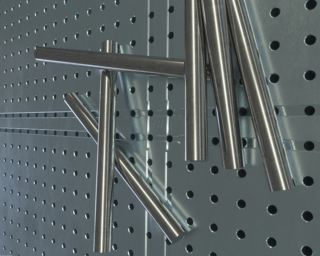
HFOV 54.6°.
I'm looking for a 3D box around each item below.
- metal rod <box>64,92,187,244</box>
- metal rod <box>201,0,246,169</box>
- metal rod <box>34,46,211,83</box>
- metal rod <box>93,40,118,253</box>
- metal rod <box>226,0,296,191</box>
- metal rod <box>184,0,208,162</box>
[{"bbox_3d":[-0.065,0.043,0.464,0.300,0.025,0.025,47,118,30],"label":"metal rod"},{"bbox_3d":[0.061,-0.105,0.334,0.025,0.025,0.298,-5,94,40],"label":"metal rod"},{"bbox_3d":[-0.066,-0.092,0.432,0.300,0.025,0.025,12,98,29],"label":"metal rod"},{"bbox_3d":[-0.077,0.018,0.445,0.025,0.025,0.299,-10,75,40],"label":"metal rod"},{"bbox_3d":[0.093,-0.084,0.333,0.025,0.025,0.299,-19,78,38],"label":"metal rod"},{"bbox_3d":[0.040,-0.112,0.350,0.025,0.025,0.299,-8,77,40],"label":"metal rod"}]
